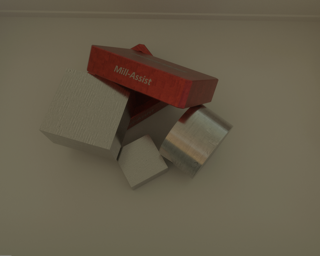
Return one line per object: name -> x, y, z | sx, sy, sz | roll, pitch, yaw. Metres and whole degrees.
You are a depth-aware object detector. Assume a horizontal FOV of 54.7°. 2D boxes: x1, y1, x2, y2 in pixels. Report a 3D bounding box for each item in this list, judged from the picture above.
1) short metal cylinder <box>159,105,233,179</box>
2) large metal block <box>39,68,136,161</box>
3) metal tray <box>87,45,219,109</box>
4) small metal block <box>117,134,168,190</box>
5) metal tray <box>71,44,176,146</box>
short metal cylinder -> 0.044, 0.015, 0.375 | 0.050, 0.080, 0.080 | 38, 74, 12
large metal block -> -0.080, -0.015, 0.365 | 0.080, 0.050, 0.080 | 16, 71, 5
metal tray -> -0.008, -0.063, 0.365 | 0.130, 0.091, 0.030 | 24, 110, 23
small metal block -> -0.024, 0.043, 0.392 | 0.050, 0.025, 0.050 | -27, 73, -10
metal tray -> -0.054, -0.047, 0.421 | 0.131, 0.030, 0.090 | -32, 74, -12
